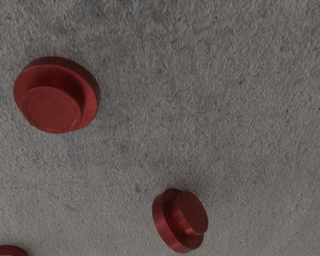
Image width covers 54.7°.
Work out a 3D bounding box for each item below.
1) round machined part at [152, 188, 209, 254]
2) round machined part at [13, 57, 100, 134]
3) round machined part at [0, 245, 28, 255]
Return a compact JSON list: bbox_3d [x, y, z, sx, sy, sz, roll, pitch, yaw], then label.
[{"bbox_3d":[0.037,0.137,0.476,0.042,0.098,0.098,-37,121,27],"label":"round machined part"},{"bbox_3d":[-0.123,-0.031,0.368,0.099,0.042,0.097,0,130,0],"label":"round machined part"},{"bbox_3d":[-0.308,0.273,0.625,0.099,0.042,0.097,0,130,0],"label":"round machined part"}]
